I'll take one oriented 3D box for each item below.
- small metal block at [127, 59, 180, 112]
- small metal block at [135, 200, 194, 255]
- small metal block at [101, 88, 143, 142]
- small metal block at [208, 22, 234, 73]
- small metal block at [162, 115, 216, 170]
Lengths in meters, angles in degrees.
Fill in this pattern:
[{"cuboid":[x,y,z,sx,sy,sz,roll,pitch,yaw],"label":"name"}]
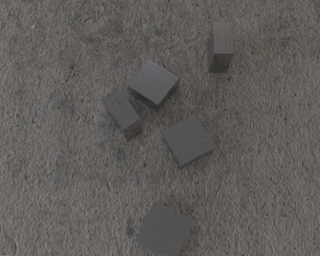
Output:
[{"cuboid":[-0.009,-0.059,0.429,0.050,0.025,0.050,34,73,11],"label":"small metal block"},{"cuboid":[0.005,0.121,0.364,0.050,0.025,0.050,25,72,8],"label":"small metal block"},{"cuboid":[-0.048,-0.016,0.400,0.025,0.050,0.050,-34,74,-11],"label":"small metal block"},{"cuboid":[0.084,-0.112,0.436,0.025,0.050,0.050,1,70,0],"label":"small metal block"},{"cuboid":[0.036,0.019,0.401,0.050,0.025,0.050,-26,72,-9],"label":"small metal block"}]
